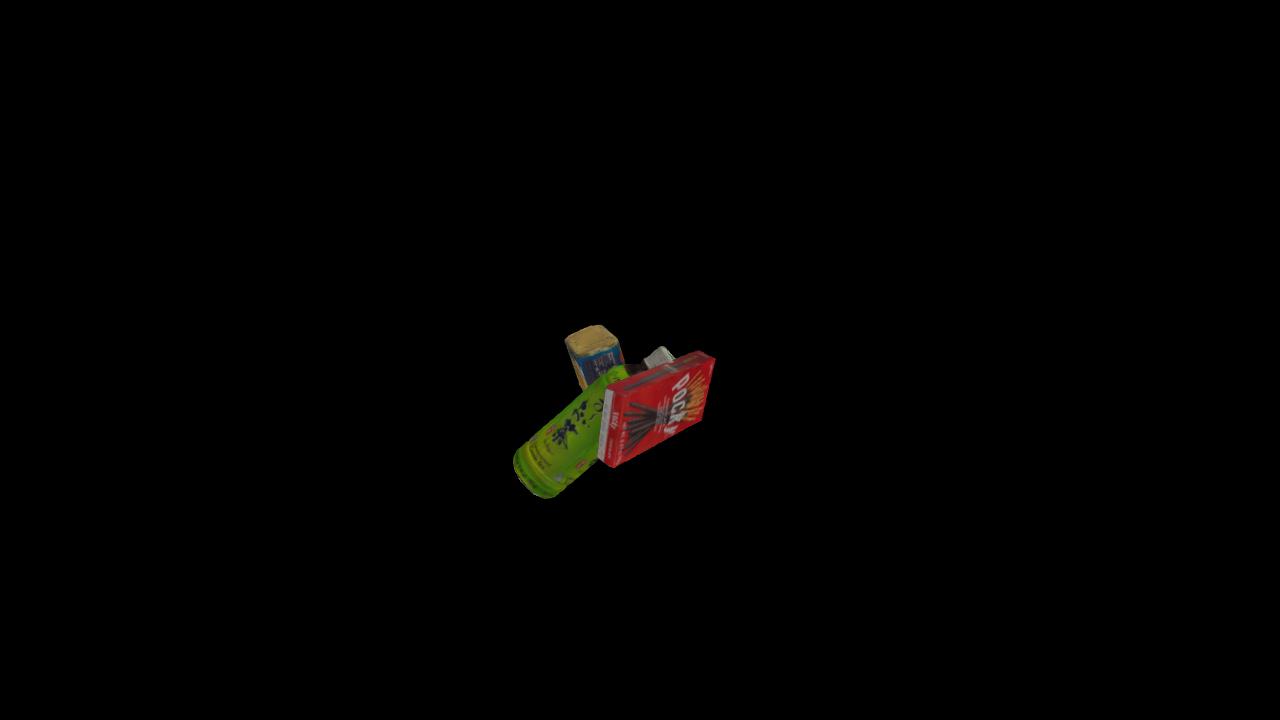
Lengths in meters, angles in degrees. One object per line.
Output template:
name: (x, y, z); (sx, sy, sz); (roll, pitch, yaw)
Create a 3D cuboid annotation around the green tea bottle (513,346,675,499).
green tea bottle: (-0.045, 0.063, 0.675); (0.212, 0.073, 0.073); (-43, -10, 11)

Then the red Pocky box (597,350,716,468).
red Pocky box: (0.020, 0.046, 0.639); (0.028, 0.083, 0.155); (25, 29, 33)

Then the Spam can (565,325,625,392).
Spam can: (-0.049, 0.012, 0.740); (0.058, 0.085, 0.101); (-22, 21, -12)
